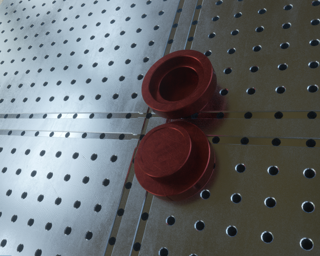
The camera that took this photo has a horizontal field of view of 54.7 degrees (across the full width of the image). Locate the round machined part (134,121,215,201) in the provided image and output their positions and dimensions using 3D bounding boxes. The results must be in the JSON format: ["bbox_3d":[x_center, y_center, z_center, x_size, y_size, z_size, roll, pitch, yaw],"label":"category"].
[{"bbox_3d":[0.012,0.034,0.369,0.098,0.042,0.098,-13,56,20],"label":"round machined part"}]

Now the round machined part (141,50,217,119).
[{"bbox_3d":[0.028,-0.053,0.414,0.098,0.042,0.098,-13,56,20],"label":"round machined part"}]
